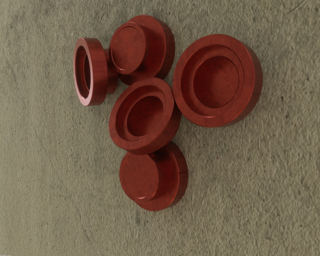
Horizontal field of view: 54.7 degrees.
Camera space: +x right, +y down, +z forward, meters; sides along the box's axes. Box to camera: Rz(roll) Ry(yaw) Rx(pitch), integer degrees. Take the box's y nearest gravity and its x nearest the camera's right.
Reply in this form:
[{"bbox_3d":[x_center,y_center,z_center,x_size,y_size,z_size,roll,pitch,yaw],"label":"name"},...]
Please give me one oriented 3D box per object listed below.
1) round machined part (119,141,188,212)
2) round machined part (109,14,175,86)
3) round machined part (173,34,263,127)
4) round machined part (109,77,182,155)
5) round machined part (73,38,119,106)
[{"bbox_3d":[-0.015,0.060,0.405,0.098,0.042,0.097,0,90,39],"label":"round machined part"},{"bbox_3d":[-0.031,-0.104,0.418,0.098,0.042,0.097,0,90,39],"label":"round machined part"},{"bbox_3d":[0.065,-0.049,0.340,0.098,0.042,0.097,0,90,39],"label":"round machined part"},{"bbox_3d":[-0.014,-0.012,0.391,0.098,0.042,0.098,-17,58,29],"label":"round machined part"},{"bbox_3d":[-0.093,-0.082,0.456,0.098,0.042,0.097,22,116,57],"label":"round machined part"}]
